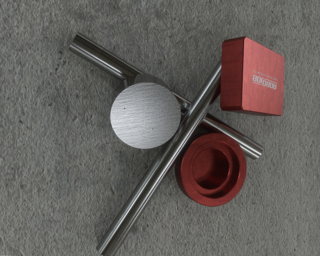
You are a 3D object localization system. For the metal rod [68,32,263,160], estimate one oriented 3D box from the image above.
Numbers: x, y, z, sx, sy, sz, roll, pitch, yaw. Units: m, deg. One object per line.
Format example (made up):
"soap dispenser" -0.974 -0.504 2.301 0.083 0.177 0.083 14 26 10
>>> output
"metal rod" 0.021 -0.034 0.419 0.301 0.025 0.025 30 80 -18

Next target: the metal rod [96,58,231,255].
"metal rod" 0.014 0.030 0.397 0.025 0.025 0.300 35 85 -17

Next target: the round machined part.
"round machined part" 0.066 0.055 0.426 0.099 0.042 0.097 0 90 -20

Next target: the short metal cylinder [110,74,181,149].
"short metal cylinder" -0.019 -0.021 0.376 0.081 0.050 0.079 -3 111 -7

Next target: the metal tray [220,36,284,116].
"metal tray" 0.131 -0.064 0.426 0.131 0.030 0.089 2 89 -48
